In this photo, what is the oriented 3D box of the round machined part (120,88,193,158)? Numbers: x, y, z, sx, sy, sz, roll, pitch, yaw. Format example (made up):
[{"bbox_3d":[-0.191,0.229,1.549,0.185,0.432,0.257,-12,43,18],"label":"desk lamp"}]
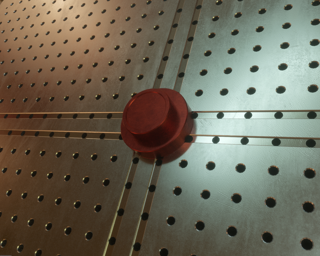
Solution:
[{"bbox_3d":[-0.010,-0.013,0.409,0.098,0.042,0.098,-13,56,20],"label":"round machined part"}]
